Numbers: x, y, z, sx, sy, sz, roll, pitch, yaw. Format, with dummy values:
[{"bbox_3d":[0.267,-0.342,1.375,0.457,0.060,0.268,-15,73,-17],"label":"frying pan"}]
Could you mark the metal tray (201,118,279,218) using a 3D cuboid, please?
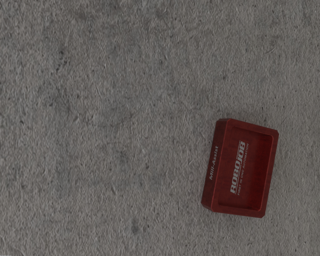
[{"bbox_3d":[0.117,0.058,0.448,0.091,0.030,0.129,13,86,-20],"label":"metal tray"}]
